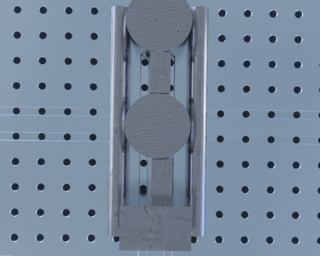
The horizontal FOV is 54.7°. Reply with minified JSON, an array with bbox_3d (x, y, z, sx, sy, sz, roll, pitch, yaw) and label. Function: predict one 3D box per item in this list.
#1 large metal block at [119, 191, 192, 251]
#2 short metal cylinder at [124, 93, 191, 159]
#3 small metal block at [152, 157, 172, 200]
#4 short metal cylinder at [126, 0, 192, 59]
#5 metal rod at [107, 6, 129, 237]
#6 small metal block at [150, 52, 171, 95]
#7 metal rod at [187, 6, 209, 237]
[{"bbox_3d":[-0.005,0.112,0.386,0.081,0.080,0.050,1,90,0],"label":"large metal block"},{"bbox_3d":[-0.003,-0.003,0.400,0.081,0.050,0.080,0,90,0],"label":"short metal cylinder"},{"bbox_3d":[0.002,0.063,0.400,0.025,0.050,0.050,0,90,0],"label":"small metal block"},{"bbox_3d":[-0.001,-0.132,0.400,0.081,0.050,0.080,0,90,0],"label":"short metal cylinder"},{"bbox_3d":[-0.055,-0.009,0.412,0.025,0.025,0.298,1,90,0],"label":"metal rod"},{"bbox_3d":[0.000,-0.068,0.399,0.025,0.050,0.050,1,90,0],"label":"small metal block"},{"bbox_3d":[0.050,-0.008,0.413,0.025,0.025,0.298,1,90,0],"label":"metal rod"}]
